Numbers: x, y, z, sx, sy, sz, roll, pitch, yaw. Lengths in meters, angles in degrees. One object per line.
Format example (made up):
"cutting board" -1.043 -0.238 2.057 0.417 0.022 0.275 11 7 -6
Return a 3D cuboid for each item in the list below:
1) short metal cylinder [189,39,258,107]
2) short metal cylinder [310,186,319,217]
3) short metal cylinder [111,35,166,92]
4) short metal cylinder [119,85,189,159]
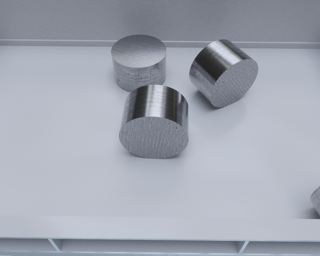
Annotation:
"short metal cylinder" 0.088 -0.075 0.433 0.081 0.080 0.050 -24 54 -19
"short metal cylinder" 0.200 0.078 0.305 0.081 0.080 0.050 -10 51 -9
"short metal cylinder" -0.031 -0.098 0.471 0.080 0.050 0.080 0 50 0
"short metal cylinder" -0.006 -0.006 0.374 0.080 0.080 0.050 2 50 2
